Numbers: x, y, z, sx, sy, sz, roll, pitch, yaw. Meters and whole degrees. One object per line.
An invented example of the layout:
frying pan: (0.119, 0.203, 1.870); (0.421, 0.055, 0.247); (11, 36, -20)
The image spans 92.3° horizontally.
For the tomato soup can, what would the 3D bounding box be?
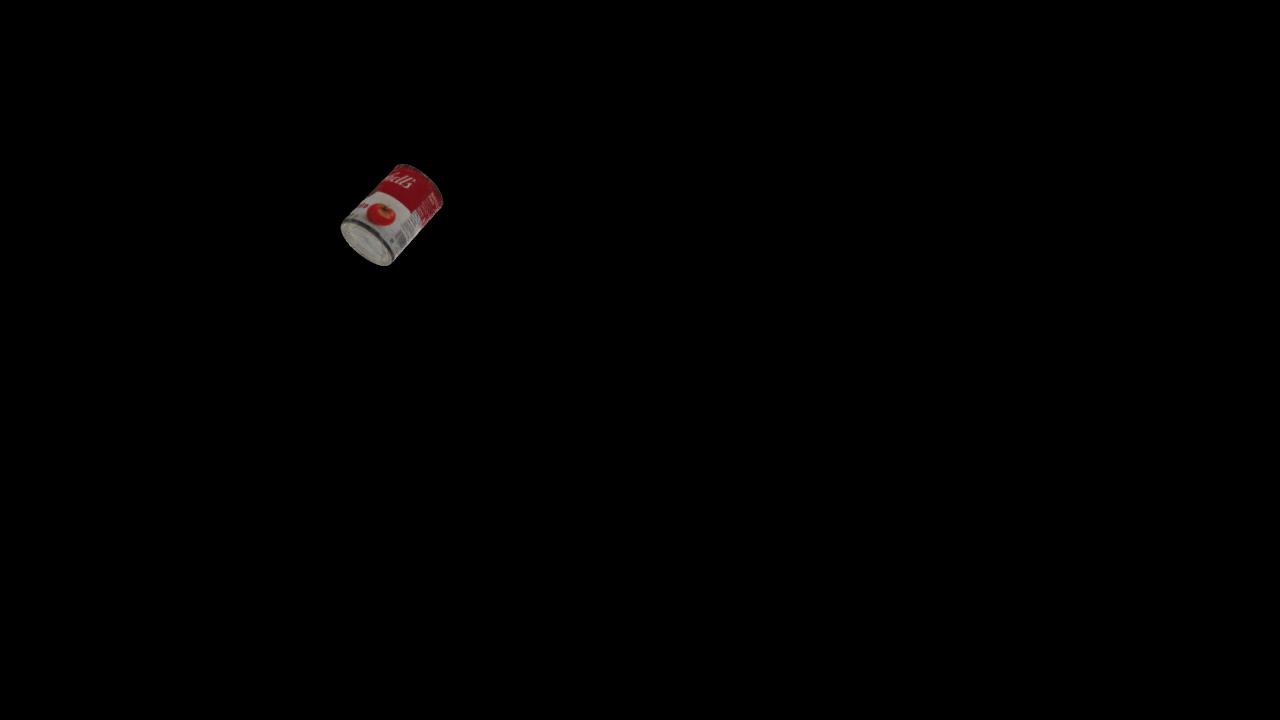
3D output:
tomato soup can: (-0.283, -0.165, 0.704); (0.068, 0.101, 0.068); (21, -29, 13)
